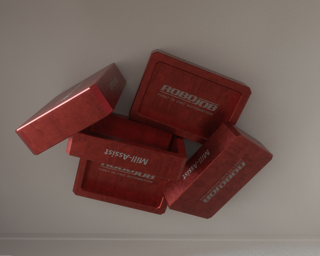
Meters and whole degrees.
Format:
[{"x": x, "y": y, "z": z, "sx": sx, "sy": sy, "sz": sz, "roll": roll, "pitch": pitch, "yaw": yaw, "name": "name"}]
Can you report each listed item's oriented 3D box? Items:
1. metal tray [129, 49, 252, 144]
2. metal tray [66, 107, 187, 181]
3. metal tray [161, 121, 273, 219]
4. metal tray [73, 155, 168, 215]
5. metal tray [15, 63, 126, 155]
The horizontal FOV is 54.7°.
[{"x": 0.036, "y": -0.035, "z": 0.395, "sx": 0.131, "sy": 0.030, "sz": 0.089, "roll": 20, "pitch": 109, "yaw": -8, "name": "metal tray"}, {"x": -0.037, "y": 0.016, "z": 0.379, "sx": 0.131, "sy": 0.090, "sz": 0.030, "roll": 15, "pitch": 109, "yaw": -6, "name": "metal tray"}, {"x": 0.075, "y": 0.061, "z": 0.409, "sx": 0.090, "sy": 0.030, "sz": 0.130, "roll": 27, "pitch": 110, "yaw": -40, "name": "metal tray"}, {"x": -0.045, "y": 0.062, "z": 0.428, "sx": 0.131, "sy": 0.030, "sz": 0.089, "roll": 15, "pitch": 109, "yaw": -6, "name": "metal tray"}, {"x": -0.089, "y": -0.028, "z": 0.341, "sx": 0.090, "sy": 0.130, "sz": 0.030, "roll": -28, "pitch": 108, "yaw": 10, "name": "metal tray"}]
